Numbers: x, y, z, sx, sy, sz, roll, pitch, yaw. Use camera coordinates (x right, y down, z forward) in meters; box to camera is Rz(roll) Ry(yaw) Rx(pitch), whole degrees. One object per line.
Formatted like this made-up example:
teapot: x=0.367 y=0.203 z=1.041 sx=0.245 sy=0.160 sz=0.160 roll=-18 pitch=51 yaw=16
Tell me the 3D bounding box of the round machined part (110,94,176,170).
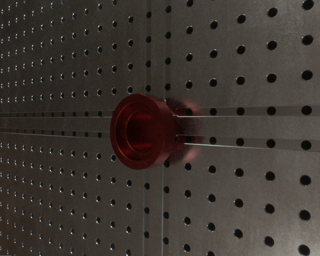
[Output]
round machined part: x=-0.018 y=0.004 z=0.411 sx=0.098 sy=0.042 sz=0.097 roll=0 pitch=90 yaw=39
